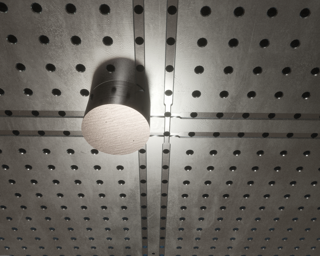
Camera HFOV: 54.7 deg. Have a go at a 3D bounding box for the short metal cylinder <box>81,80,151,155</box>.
[{"bbox_3d":[-0.052,-0.012,0.384,0.081,0.050,0.079,-1,130,0],"label":"short metal cylinder"}]
